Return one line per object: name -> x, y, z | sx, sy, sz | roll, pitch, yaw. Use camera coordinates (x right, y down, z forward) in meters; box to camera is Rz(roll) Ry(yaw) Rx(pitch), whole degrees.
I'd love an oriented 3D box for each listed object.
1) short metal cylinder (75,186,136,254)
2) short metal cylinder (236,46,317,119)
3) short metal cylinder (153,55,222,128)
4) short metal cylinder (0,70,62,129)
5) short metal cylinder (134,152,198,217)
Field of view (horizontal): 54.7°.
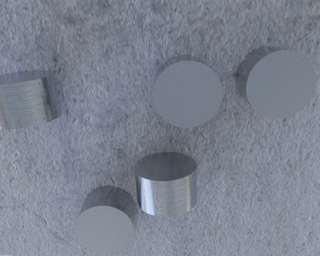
short metal cylinder -> -0.076, 0.131, 0.444 | 0.081, 0.050, 0.079 | 0, 110, -1
short metal cylinder -> 0.139, -0.057, 0.377 | 0.081, 0.050, 0.079 | 0, 110, -1
short metal cylinder -> 0.032, -0.046, 0.380 | 0.081, 0.050, 0.079 | 0, 110, -1
short metal cylinder -> -0.162, -0.036, 0.365 | 0.081, 0.080, 0.050 | -4, 110, 1
short metal cylinder -> 0.009, 0.071, 0.407 | 0.081, 0.080, 0.050 | -3, 110, 1
